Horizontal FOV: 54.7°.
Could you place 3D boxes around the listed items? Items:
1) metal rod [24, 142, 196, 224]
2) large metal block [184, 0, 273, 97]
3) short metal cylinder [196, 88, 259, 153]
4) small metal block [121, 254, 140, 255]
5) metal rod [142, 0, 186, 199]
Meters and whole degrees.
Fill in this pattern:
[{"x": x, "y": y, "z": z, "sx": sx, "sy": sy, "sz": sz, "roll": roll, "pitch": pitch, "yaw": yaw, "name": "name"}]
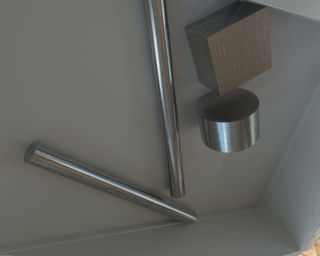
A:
[{"x": -0.046, "y": 0.091, "z": 0.440, "sx": 0.301, "sy": 0.025, "sz": 0.025, "roll": 33, "pitch": 100, "yaw": -39, "name": "metal rod"}, {"x": 0.086, "y": -0.099, "z": 0.380, "sx": 0.080, "sy": 0.050, "sz": 0.080, "roll": -30, "pitch": 129, "yaw": -10, "name": "large metal block"}, {"x": 0.092, "y": -0.012, "z": 0.418, "sx": 0.081, "sy": 0.080, "sz": 0.050, "roll": -25, "pitch": 128, "yaw": -14, "name": "short metal cylinder"}, {"x": -0.061, "y": 0.247, "z": 0.533, "sx": 0.050, "sy": 0.025, "sz": 0.050, "roll": 9, "pitch": 114, "yaw": -33, "name": "small metal block"}, {"x": 0.010, "y": -0.019, "z": 0.403, "sx": 0.025, "sy": 0.025, "sz": 0.298, "roll": -20, "pitch": 127, "yaw": -17, "name": "metal rod"}]
